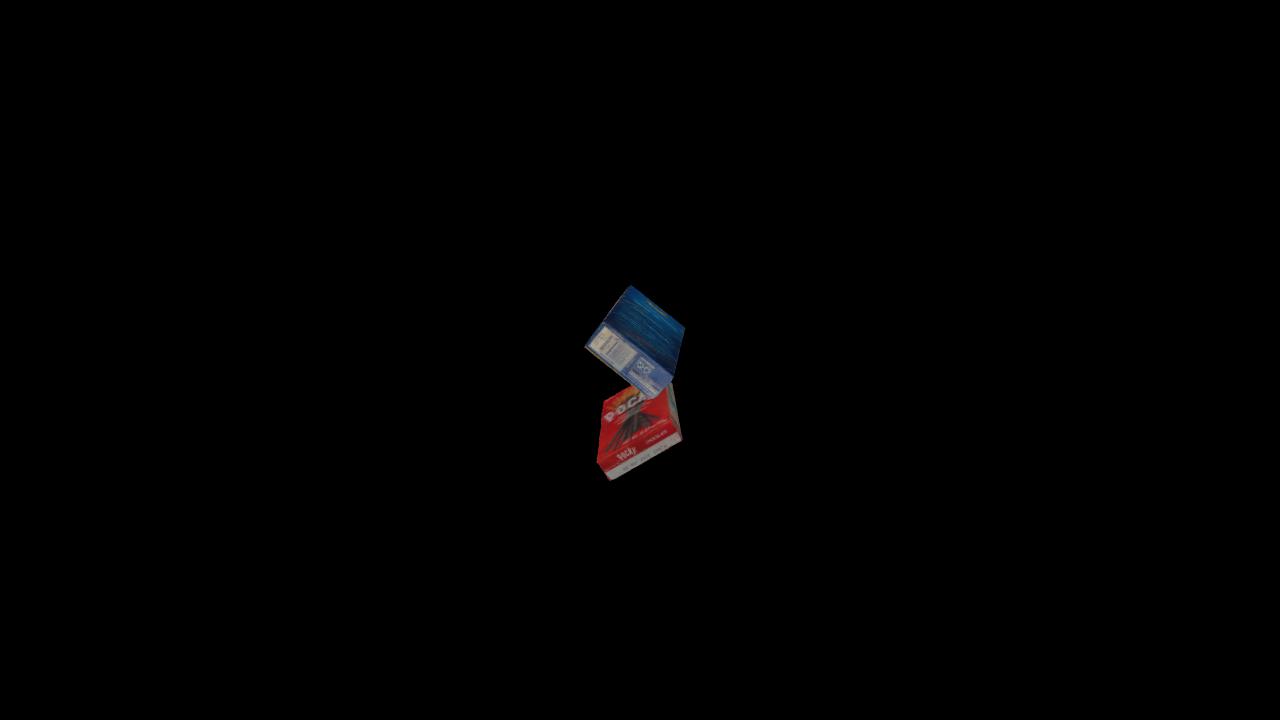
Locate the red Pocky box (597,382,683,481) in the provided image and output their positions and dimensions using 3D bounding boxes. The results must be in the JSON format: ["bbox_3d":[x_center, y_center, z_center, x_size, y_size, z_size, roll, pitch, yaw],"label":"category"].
[{"bbox_3d":[-0.002,0.061,0.635,0.083,0.028,0.155,-32,15,9],"label":"red Pocky box"}]

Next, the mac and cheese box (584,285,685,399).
[{"bbox_3d":[0.001,-0.027,0.699,0.093,0.041,0.184,37,19,-5],"label":"mac and cheese box"}]
